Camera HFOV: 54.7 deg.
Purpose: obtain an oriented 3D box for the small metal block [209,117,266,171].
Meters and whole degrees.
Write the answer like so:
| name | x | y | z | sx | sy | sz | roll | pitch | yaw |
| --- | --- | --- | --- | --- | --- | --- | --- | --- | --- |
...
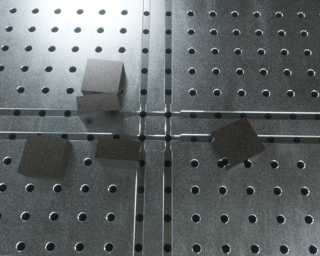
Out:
| name | x | y | z | sx | sy | sz | roll | pitch | yaw |
| --- | --- | --- | --- | --- | --- | --- | --- | --- | --- |
| small metal block | 0.101 | 0.021 | 0.405 | 0.050 | 0.025 | 0.050 | -25 | 72 | -9 |

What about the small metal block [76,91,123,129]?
| name | x | y | z | sx | sy | sz | roll | pitch | yaw |
| --- | --- | --- | --- | --- | --- | --- | --- | --- | --- |
| small metal block | -0.077 | -0.023 | 0.406 | 0.050 | 0.050 | 0.025 | -8 | 71 | -3 |

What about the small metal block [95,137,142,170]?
| name | x | y | z | sx | sy | sz | roll | pitch | yaw |
| --- | --- | --- | --- | --- | --- | --- | --- | --- | --- |
| small metal block | -0.049 | 0.033 | 0.386 | 0.050 | 0.050 | 0.025 | 4 | 70 | 1 |

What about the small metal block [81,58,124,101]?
| name | x | y | z | sx | sy | sz | roll | pitch | yaw |
| --- | --- | --- | --- | --- | --- | --- | --- | --- | --- |
| small metal block | -0.079 | -0.068 | 0.435 | 0.050 | 0.025 | 0.050 | 6 | 70 | 2 |

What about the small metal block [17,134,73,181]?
| name | x | y | z | sx | sy | sz | roll | pitch | yaw |
| --- | --- | --- | --- | --- | --- | --- | --- | --- | --- |
| small metal block | -0.146 | 0.038 | 0.396 | 0.050 | 0.025 | 0.050 | 8 | 70 | 2 |
